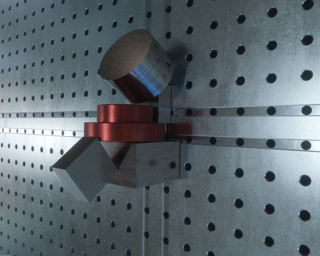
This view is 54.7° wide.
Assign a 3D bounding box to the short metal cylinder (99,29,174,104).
[{"bbox_3d":[-0.029,-0.078,0.393,0.080,0.050,0.080,-21,49,26],"label":"short metal cylinder"}]

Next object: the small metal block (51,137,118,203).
[{"bbox_3d":[-0.081,0.045,0.339,0.025,0.050,0.050,2,129,39],"label":"small metal block"}]

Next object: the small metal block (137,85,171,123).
[{"bbox_3d":[-0.013,-0.032,0.417,0.050,0.025,0.050,1,91,39],"label":"small metal block"}]

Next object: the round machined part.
[{"bbox_3d":[-0.043,-0.007,0.381,0.098,0.099,0.042,1,91,39],"label":"round machined part"}]

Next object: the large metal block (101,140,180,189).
[{"bbox_3d":[-0.031,0.041,0.396,0.080,0.081,0.050,1,91,39],"label":"large metal block"}]
